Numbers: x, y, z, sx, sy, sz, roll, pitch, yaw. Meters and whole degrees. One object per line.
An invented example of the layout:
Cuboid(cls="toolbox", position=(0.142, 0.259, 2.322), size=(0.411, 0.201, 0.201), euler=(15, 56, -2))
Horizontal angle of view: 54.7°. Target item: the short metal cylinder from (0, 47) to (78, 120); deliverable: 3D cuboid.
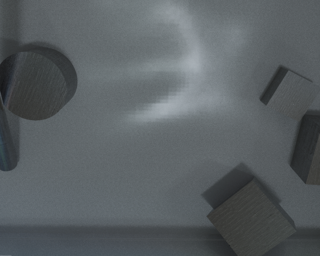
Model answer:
Cuboid(cls="short metal cylinder", position=(-0.147, -0.055, 0.376), size=(0.081, 0.050, 0.079), euler=(0, 110, -1))

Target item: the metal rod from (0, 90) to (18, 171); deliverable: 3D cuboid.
Cuboid(cls="metal rod", position=(-0.182, -0.049, 0.321), size=(0.025, 0.025, 0.298), euler=(11, 137, -5))

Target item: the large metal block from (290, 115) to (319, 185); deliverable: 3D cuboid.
Cuboid(cls="large metal block", position=(0.232, 0.030, 0.412), size=(0.081, 0.050, 0.079), euler=(4, 110, -2))

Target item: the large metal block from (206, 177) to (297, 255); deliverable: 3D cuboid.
Cuboid(cls="large metal block", position=(0.126, 0.126, 0.428), size=(0.080, 0.050, 0.080), euler=(-42, 75, 13))

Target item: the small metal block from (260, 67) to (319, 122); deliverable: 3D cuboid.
Cuboid(cls="small metal block", position=(0.167, -0.043, 0.398), size=(0.050, 0.025, 0.050), euler=(24, 108, -9))
